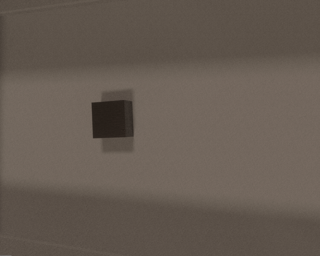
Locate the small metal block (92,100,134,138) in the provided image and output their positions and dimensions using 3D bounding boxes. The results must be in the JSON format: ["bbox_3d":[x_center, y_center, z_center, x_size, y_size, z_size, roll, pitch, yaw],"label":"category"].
[{"bbox_3d":[-0.066,-0.012,0.433,0.050,0.025,0.050,-3,89,19],"label":"small metal block"}]
